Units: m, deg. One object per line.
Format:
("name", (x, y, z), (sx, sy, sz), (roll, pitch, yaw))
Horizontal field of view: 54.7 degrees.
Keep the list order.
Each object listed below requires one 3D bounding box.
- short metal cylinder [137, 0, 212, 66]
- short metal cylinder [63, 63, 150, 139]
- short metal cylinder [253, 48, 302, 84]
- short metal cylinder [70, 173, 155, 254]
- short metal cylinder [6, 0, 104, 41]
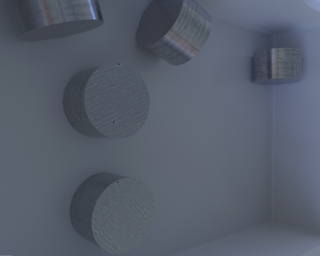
("short metal cylinder", (0.017, -0.126, 0.386), (0.050, 0.080, 0.080), (25, 74, -38))
("short metal cylinder", (-0.058, -0.029, 0.343), (0.081, 0.050, 0.079), (0, 90, -40))
("short metal cylinder", (0.207, -0.107, 0.547), (0.081, 0.080, 0.050), (0, 90, -40))
("short metal cylinder", (-0.052, 0.093, 0.348), (0.081, 0.050, 0.079), (0, 90, -40))
("short metal cylinder", (-0.098, -0.116, 0.289), (0.081, 0.080, 0.050), (-22, 105, -38))
